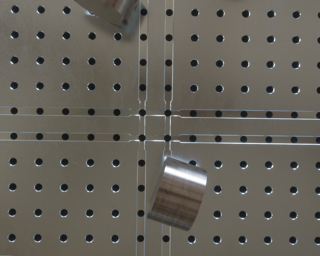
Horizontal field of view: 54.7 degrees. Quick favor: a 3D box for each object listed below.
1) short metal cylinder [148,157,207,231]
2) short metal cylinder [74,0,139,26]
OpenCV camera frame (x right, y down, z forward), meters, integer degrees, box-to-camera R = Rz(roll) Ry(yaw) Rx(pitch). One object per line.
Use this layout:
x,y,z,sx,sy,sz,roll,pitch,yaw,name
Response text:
0.021,0.081,0.386,0.050,0.080,0.080,19,90,0,short metal cylinder
-0.065,-0.170,0.385,0.080,0.080,0.050,25,90,-1,short metal cylinder
